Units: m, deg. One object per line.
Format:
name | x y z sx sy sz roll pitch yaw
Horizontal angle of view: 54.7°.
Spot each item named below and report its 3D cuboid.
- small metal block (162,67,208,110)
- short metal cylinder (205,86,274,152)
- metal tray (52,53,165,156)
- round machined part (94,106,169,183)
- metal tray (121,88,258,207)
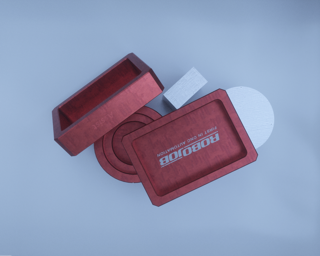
small metal block | 0.030 -0.048 0.397 0.050 0.050 0.025 -43 90 -2
short metal cylinder | 0.098 -0.011 0.398 0.081 0.050 0.079 0 90 -1
metal tray | -0.067 -0.033 0.375 0.130 0.090 0.030 -36 122 -1
round machined part | -0.032 0.019 0.402 0.099 0.042 0.097 0 90 -1
metal tray | 0.033 0.022 0.360 0.130 0.030 0.090 -26 90 4
